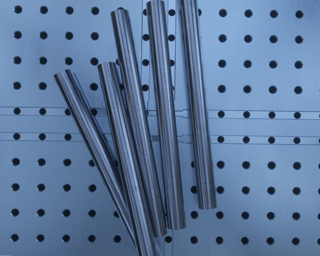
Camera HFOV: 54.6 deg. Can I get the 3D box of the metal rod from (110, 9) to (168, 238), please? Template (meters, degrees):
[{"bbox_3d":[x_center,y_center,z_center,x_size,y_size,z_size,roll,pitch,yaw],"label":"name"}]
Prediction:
[{"bbox_3d":[-0.028,-0.006,0.413,0.025,0.025,0.299,-10,90,0],"label":"metal rod"}]

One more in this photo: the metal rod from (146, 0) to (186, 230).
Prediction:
[{"bbox_3d":[0.008,-0.017,0.413,0.025,0.025,0.298,-6,90,0],"label":"metal rod"}]

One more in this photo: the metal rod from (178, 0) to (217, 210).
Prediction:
[{"bbox_3d":[0.049,-0.043,0.413,0.025,0.025,0.298,-5,90,0],"label":"metal rod"}]

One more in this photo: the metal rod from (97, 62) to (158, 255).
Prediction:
[{"bbox_3d":[-0.038,0.061,0.397,0.025,0.025,0.299,-13,84,0],"label":"metal rod"}]

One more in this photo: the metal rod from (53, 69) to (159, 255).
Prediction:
[{"bbox_3d":[-0.066,0.063,0.412,0.025,0.025,0.299,-25,90,0],"label":"metal rod"}]
